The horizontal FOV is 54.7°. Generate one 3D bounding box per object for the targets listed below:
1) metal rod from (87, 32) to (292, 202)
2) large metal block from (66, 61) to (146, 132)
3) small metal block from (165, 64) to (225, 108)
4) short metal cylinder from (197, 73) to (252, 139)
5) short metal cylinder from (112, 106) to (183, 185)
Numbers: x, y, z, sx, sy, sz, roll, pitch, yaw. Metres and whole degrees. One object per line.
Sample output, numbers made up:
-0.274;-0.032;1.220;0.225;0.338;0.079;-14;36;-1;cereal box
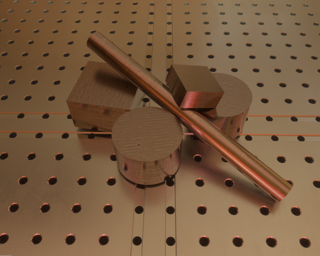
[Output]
0.026;-0.021;0.375;0.300;0.025;0.025;40;60;12;metal rod
-0.068;-0.042;0.419;0.080;0.050;0.080;9;51;7;large metal block
0.041;-0.050;0.371;0.050;0.025;0.050;-2;47;-25;small metal block
0.076;-0.028;0.411;0.081;0.050;0.080;0;50;0;short metal cylinder
-0.014;0.020;0.369;0.081;0.050;0.080;0;50;0;short metal cylinder
